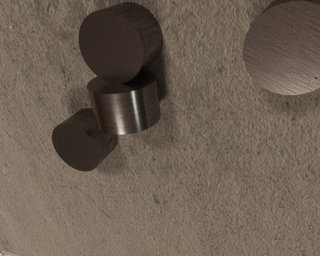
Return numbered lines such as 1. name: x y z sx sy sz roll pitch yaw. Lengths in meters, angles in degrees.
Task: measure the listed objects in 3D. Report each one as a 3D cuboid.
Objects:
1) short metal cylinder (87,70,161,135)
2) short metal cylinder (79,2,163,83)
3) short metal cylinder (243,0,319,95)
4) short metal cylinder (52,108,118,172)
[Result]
1. short metal cylinder: -0.042 -0.034 0.371 0.080 0.080 0.050 7 122 24
2. short metal cylinder: -0.044 -0.097 0.352 0.080 0.050 0.079 13 124 20
3. short metal cylinder: 0.121 -0.076 0.280 0.080 0.050 0.079 13 124 20
4. short metal cylinder: -0.110 0.017 0.457 0.080 0.050 0.079 13 124 20
